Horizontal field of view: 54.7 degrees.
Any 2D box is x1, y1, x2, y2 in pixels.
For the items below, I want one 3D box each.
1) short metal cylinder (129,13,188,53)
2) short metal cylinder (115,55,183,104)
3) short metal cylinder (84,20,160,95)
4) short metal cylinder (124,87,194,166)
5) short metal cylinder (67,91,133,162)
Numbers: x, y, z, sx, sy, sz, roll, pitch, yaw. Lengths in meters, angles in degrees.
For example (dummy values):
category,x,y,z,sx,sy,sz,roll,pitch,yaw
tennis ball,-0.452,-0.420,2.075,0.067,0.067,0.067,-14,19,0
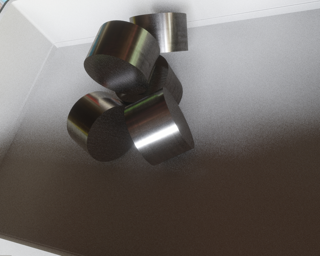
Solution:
category,x,y,z,sx,sy,sz,roll,pitch,yaw
short metal cylinder,-0.001,-0.133,0.443,0.080,0.080,0.050,4,106,30
short metal cylinder,-0.015,-0.056,0.429,0.080,0.050,0.080,-13,56,21
short metal cylinder,-0.045,-0.083,0.379,0.080,0.080,0.050,3,64,30
short metal cylinder,0.001,-0.002,0.369,0.050,0.080,0.080,-26,53,13
short metal cylinder,-0.074,-0.002,0.408,0.050,0.080,0.080,33,80,38
